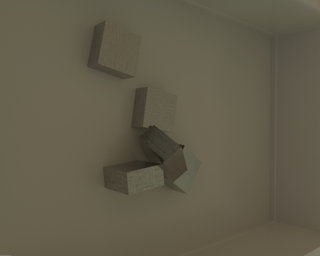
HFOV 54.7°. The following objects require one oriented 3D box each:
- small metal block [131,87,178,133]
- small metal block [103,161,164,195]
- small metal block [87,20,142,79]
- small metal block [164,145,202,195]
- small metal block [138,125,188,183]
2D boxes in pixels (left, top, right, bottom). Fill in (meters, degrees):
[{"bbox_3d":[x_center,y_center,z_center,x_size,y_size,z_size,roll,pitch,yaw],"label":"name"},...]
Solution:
[{"bbox_3d":[-0.007,-0.022,0.401,0.050,0.025,0.050,11,83,-39],"label":"small metal block"},{"bbox_3d":[-0.031,0.056,0.364,0.050,0.050,0.025,-8,95,-40],"label":"small metal block"},{"bbox_3d":[-0.052,-0.089,0.362,0.050,0.025,0.050,14,81,-39],"label":"small metal block"},{"bbox_3d":[0.026,0.056,0.423,0.050,0.025,0.050,46,63,-42],"label":"small metal block"},{"bbox_3d":[0.004,0.032,0.380,0.025,0.050,0.050,-39,142,-17],"label":"small metal block"}]
